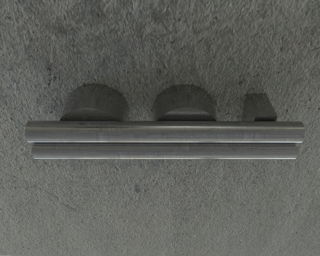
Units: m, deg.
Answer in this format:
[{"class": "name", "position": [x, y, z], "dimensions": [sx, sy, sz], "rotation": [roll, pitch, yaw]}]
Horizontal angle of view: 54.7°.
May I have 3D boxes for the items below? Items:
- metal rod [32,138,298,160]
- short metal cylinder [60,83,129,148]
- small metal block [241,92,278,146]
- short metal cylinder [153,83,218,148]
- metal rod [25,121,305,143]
[{"class": "metal rod", "position": [0.006, 0.024, 0.363], "dimensions": [0.302, 0.025, 0.025], "rotation": [0, 130, -1]}, {"class": "short metal cylinder", "position": [-0.080, -0.008, 0.384], "dimensions": [0.081, 0.050, 0.079], "rotation": [0, 130, 0]}, {"class": "small metal block", "position": [0.121, -0.010, 0.387], "dimensions": [0.025, 0.050, 0.050], "rotation": [-1, 130, 1]}, {"class": "short metal cylinder", "position": [0.030, -0.008, 0.386], "dimensions": [0.081, 0.050, 0.079], "rotation": [0, 130, 0]}, {"class": "metal rod", "position": [0.006, 0.004, 0.346], "dimensions": [0.302, 0.025, 0.025], "rotation": [0, 130, -1]}]
